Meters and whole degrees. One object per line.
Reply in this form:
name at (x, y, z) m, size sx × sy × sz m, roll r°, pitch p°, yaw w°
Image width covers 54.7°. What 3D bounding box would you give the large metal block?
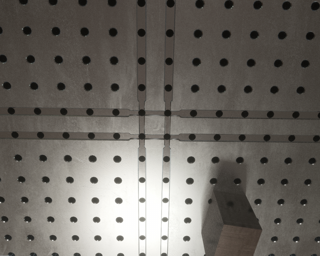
large metal block at (0.097, 0.148, 0.440) m, size 0.050 × 0.080 × 0.079 m, roll 10°, pitch 110°, yaw -4°
